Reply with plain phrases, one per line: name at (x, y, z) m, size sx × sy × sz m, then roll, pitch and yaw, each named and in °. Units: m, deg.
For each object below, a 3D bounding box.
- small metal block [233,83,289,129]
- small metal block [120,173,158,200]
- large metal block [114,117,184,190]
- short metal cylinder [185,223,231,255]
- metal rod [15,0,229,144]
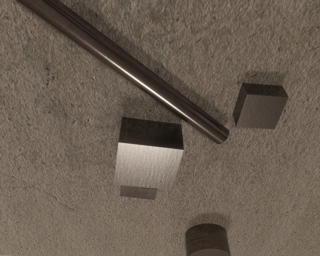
small metal block at (0.124, -0.027, 0.386) m, size 0.050 × 0.025 × 0.050 m, roll 4°, pitch 130°, yaw -4°
small metal block at (-0.030, 0.075, 0.454) m, size 0.050 × 0.050 × 0.025 m, roll 8°, pitch 130°, yaw -7°
large metal block at (-0.017, 0.036, 0.421) m, size 0.081 × 0.050 × 0.079 m, roll 7°, pitch 130°, yaw -7°
short metal cylinder at (0.089, 0.224, 0.583) m, size 0.081 × 0.050 × 0.079 m, roll 0°, pitch 130°, yaw 0°
metal rod at (-0.029, -0.064, 0.352) m, size 0.301 × 0.025 × 0.025 m, roll 34°, pitch 122°, yaw -26°
